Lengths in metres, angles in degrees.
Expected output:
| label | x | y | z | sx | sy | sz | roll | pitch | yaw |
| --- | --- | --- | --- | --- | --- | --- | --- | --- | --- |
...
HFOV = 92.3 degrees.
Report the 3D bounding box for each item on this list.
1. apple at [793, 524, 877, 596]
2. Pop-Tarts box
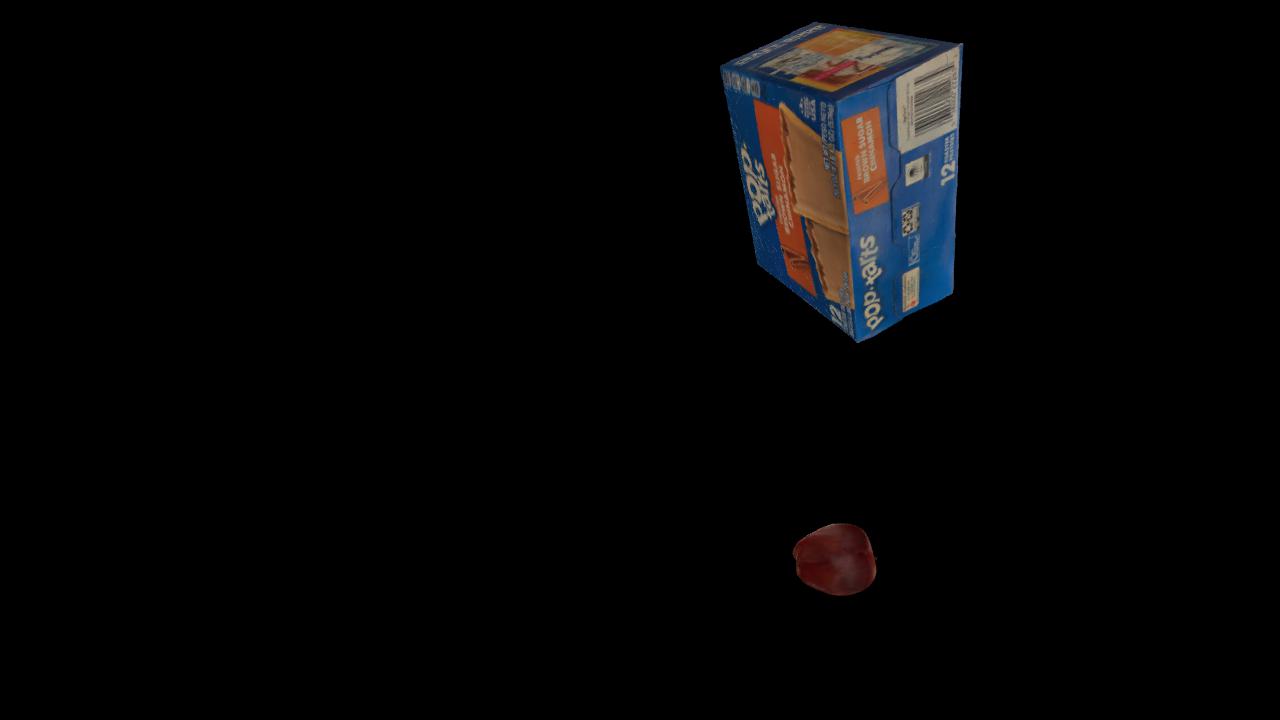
| label | x | y | z | sx | sy | sz | roll | pitch | yaw |
| --- | --- | --- | --- | --- | --- | --- | --- | --- | --- |
| apple | 0.228 | 0.232 | 0.714 | 0.093 | 0.079 | 0.079 | -8 | -1 | 5 |
| Pop-Tarts box | 0.135 | -0.124 | 0.423 | 0.083 | 0.167 | 0.141 | -25 | 38 | -6 |
